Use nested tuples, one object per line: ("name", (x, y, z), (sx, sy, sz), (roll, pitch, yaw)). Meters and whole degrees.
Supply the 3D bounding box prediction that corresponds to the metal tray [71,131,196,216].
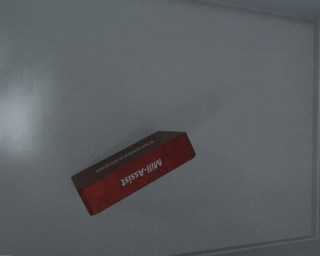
("metal tray", (-0.034, 0.046, 0.364), (0.131, 0.090, 0.030), (-28, 100, -18))
